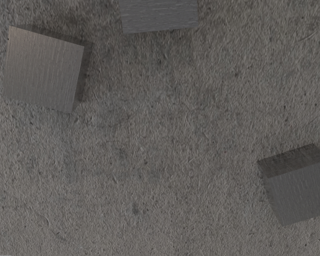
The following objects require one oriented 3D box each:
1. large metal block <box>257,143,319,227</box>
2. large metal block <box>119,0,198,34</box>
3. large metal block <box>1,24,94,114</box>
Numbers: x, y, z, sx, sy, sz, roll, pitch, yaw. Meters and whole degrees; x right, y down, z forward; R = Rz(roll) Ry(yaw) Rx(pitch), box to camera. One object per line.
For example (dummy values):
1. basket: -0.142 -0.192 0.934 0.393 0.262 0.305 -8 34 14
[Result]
1. large metal block: 0.190 0.078 0.427 0.080 0.050 0.080 -19 109 7
2. large metal block: -0.003 -0.150 0.341 0.080 0.050 0.079 -5 110 2
3. large metal block: -0.132 -0.071 0.369 0.080 0.050 0.079 15 109 -6
